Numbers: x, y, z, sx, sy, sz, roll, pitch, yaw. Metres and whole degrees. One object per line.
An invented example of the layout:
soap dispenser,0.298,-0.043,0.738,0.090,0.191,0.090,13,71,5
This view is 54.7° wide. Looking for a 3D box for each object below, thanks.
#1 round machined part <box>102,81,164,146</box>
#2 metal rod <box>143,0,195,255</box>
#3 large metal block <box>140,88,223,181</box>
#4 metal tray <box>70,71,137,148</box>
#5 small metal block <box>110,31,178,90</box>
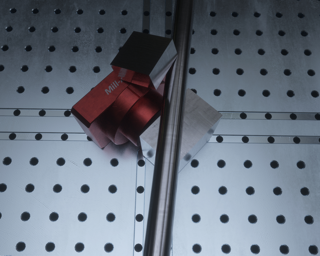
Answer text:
round machined part,-0.021,-0.016,0.383,0.042,0.098,0.098,41,75,13
metal rod,0.014,-0.021,0.334,0.025,0.025,0.299,7,70,2
large metal block,0.024,0.011,0.376,0.050,0.080,0.080,41,75,13
metal tray,-0.044,-0.040,0.391,0.030,0.090,0.130,41,75,13
small metal block,-0.017,-0.074,0.335,0.050,0.025,0.050,20,68,26
